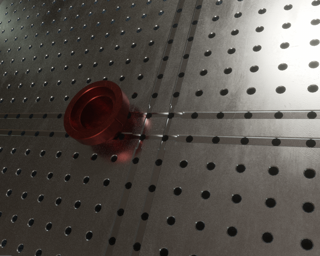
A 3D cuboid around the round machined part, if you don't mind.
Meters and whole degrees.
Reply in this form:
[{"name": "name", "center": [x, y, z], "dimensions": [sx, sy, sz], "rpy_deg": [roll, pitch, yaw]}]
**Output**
[{"name": "round machined part", "center": [-0.087, -0.018, 0.452], "dimensions": [0.098, 0.042, 0.098], "rpy_deg": [-13, 56, 20]}]
